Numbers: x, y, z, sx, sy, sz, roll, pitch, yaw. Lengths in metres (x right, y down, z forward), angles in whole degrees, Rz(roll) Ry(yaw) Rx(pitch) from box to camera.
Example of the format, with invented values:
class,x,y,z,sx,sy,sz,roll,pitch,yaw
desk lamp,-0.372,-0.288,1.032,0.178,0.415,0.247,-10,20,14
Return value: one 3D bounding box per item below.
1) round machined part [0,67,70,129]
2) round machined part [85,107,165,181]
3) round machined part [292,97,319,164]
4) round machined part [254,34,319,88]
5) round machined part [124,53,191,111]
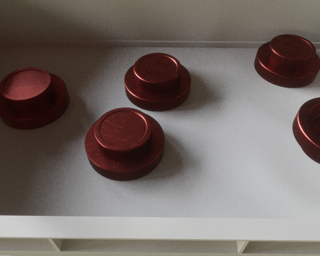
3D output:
class,x,y,z,sx,sy,sz,roll,pitch,yaw
round machined part,-0.181,-0.048,0.433,0.099,0.042,0.098,0,50,0
round machined part,-0.044,0.012,0.383,0.099,0.042,0.098,0,50,0
round machined part,0.216,0.010,0.387,0.099,0.042,0.098,0,50,0
round machined part,0.204,-0.111,0.489,0.099,0.042,0.098,0,50,0
round machined part,-0.003,-0.074,0.456,0.099,0.042,0.098,0,50,0
